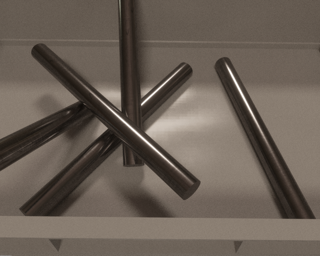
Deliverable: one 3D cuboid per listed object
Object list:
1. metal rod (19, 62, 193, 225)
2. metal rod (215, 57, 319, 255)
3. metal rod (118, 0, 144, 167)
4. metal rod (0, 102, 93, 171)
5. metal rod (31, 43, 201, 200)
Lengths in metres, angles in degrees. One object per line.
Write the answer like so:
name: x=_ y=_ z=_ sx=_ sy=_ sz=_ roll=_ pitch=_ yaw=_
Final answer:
metal rod: x=-0.049 y=0.001 z=0.403 sx=0.025 sy=0.025 sz=0.301 roll=30 pitch=56 yaw=22
metal rod: x=0.128 y=0.010 z=0.397 sx=0.025 sy=0.025 sz=0.300 roll=-8 pitch=51 yaw=-7
metal rod: x=-0.041 y=-0.099 z=0.407 sx=0.025 sy=0.025 sz=0.299 roll=-3 pitch=76 yaw=-3
metal rod: x=-0.135 y=0.015 z=0.301 sx=0.025 sy=0.025 sz=0.301 roll=15 pitch=23 yaw=12
metal rod: x=-0.070 y=-0.024 z=0.374 sx=0.025 sy=0.025 sz=0.300 roll=-35 pitch=59 yaw=-26
